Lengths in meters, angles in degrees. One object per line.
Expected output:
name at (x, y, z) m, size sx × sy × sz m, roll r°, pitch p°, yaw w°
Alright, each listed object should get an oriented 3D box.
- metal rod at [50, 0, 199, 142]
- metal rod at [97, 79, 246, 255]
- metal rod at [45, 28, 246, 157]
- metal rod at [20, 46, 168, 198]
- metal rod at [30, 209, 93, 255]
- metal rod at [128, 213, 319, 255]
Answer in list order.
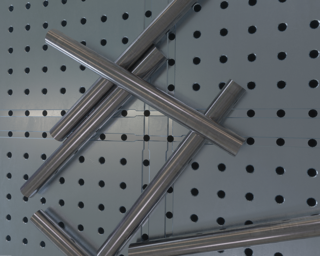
metal rod at (-0.050, -0.088, 0.430) m, size 0.299 × 0.025 × 0.025 m, roll -43°, pitch 77°, yaw 15°
metal rod at (0.008, 0.064, 0.410) m, size 0.025 × 0.025 × 0.299 m, roll 40°, pitch 102°, yaw 15°
metal rod at (-0.031, -0.053, 0.395) m, size 0.300 × 0.025 × 0.025 m, roll 32°, pitch 100°, yaw 17°
metal rod at (-0.103, 0.000, 0.449) m, size 0.299 × 0.025 × 0.025 m, roll -44°, pitch 77°, yaw 14°
metal rod at (-0.074, 0.220, 0.439) m, size 0.300 × 0.025 × 0.025 m, roll 35°, pitch 101°, yaw 16°
metal rod at (0.099, 0.132, 0.377) m, size 0.300 × 0.025 × 0.025 m, roll -16°, pitch 85°, yaw 19°
